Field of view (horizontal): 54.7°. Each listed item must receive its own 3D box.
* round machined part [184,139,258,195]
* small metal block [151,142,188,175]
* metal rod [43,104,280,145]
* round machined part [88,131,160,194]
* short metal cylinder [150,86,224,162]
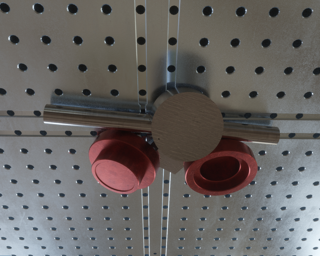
[{"bbox_3d":[0.083,0.049,0.436,0.099,0.042,0.097,-2,133,-2],"label":"round machined part"},{"bbox_3d":[0.016,0.033,0.435,0.050,0.025,0.050,29,124,-23],"label":"small metal block"},{"bbox_3d":[0.006,-0.004,0.404,0.302,0.025,0.025,5,130,-5],"label":"metal rod"},{"bbox_3d":[-0.053,0.052,0.423,0.098,0.042,0.097,12,133,13],"label":"round machined part"},{"bbox_3d":[0.029,-0.006,0.366,0.081,0.050,0.079,-1,105,-3],"label":"short metal cylinder"}]
